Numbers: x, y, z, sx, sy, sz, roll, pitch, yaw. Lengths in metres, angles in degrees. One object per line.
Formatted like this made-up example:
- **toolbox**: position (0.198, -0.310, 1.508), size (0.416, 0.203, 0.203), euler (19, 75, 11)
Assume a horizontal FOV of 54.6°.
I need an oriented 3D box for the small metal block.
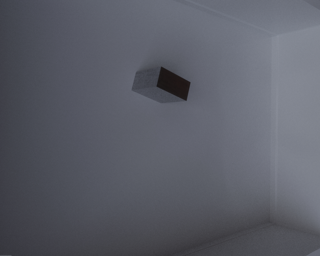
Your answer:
- **small metal block**: position (0.001, -0.052, 0.390), size (0.050, 0.050, 0.025), euler (21, 77, -38)
